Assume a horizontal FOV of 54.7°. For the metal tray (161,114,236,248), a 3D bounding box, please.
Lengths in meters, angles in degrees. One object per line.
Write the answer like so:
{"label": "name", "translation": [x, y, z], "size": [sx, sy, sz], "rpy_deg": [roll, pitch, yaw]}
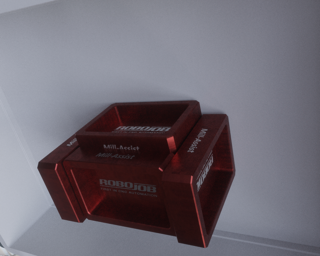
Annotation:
{"label": "metal tray", "translation": [0.050, 0.051, 0.343], "size": [0.030, 0.131, 0.089], "rpy_deg": [1, 119, 28]}

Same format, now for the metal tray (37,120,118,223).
{"label": "metal tray", "translation": [-0.093, 0.050, 0.419], "size": [0.030, 0.131, 0.089], "rpy_deg": [1, 119, 28]}

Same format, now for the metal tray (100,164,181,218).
{"label": "metal tray", "translation": [-0.005, 0.079, 0.414], "size": [0.130, 0.090, 0.030], "rpy_deg": [0, 118, 28]}

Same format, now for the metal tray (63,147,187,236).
{"label": "metal tray", "translation": [-0.039, 0.069, 0.350], "size": [0.130, 0.030, 0.089], "rpy_deg": [1, 119, 27]}

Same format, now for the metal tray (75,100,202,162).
{"label": "metal tray", "translation": [-0.024, 0.000, 0.376], "size": [0.130, 0.090, 0.030], "rpy_deg": [1, 119, 28]}
